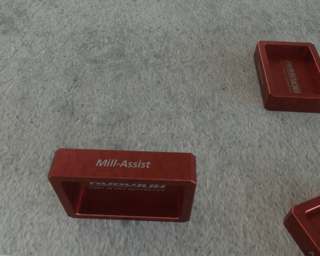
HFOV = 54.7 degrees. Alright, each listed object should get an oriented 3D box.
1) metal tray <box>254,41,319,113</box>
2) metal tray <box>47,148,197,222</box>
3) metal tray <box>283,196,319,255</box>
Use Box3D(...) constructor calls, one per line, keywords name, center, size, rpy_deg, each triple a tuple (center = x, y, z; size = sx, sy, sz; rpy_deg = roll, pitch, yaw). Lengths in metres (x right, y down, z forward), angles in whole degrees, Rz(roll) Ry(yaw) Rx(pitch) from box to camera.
Box3D(name="metal tray", center=(0.199, -0.081, 0.470), size=(0.091, 0.030, 0.130), rpy_deg=(3, 50, 2))
Box3D(name="metal tray", center=(-0.033, 0.060, 0.309), size=(0.131, 0.089, 0.030), rpy_deg=(2, 50, 1))
Box3D(name="metal tray", center=(0.197, 0.124, 0.298), size=(0.091, 0.030, 0.130), rpy_deg=(-17, 52, -14))
